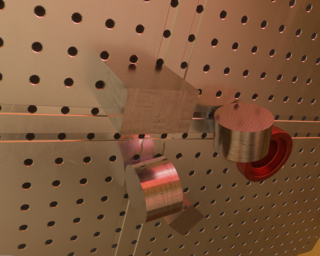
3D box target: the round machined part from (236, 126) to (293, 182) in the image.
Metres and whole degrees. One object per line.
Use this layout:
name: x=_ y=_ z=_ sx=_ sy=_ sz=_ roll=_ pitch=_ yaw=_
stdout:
round machined part: x=0.167 y=0.038 z=0.515 sx=0.099 sy=0.042 sz=0.097 roll=-14 pitch=125 yaw=-21

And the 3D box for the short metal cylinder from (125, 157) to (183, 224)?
short metal cylinder: x=-0.010 y=0.083 z=0.421 sx=0.050 sy=0.080 sz=0.079 roll=-12 pitch=124 yaw=-22

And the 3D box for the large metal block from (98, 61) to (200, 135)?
large metal block: x=-0.016 y=-0.035 z=0.345 sx=0.081 sy=0.080 sz=0.050 roll=-1 pitch=119 yaw=-28

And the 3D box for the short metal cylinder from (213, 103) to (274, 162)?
short metal cylinder: x=0.117 y=0.005 z=0.443 sx=0.081 sy=0.080 sz=0.050 roll=-16 pitch=125 yaw=-20

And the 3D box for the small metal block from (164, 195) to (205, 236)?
small metal block: x=0.040 y=0.148 z=0.525 sx=0.050 sy=0.025 sz=0.050 roll=-42 pitch=130 yaw=0
